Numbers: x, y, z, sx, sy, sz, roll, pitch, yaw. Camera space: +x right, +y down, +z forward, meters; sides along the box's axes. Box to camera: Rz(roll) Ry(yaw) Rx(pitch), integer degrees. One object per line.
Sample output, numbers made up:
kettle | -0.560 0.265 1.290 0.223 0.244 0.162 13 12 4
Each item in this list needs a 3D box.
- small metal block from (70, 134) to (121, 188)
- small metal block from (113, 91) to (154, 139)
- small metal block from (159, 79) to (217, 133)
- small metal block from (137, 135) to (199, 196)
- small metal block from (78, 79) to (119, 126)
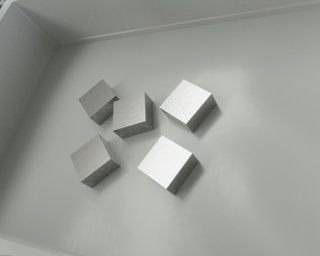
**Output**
small metal block | -0.089 0.045 0.425 0.050 0.025 0.050 -38 51 3
small metal block | -0.038 -0.018 0.437 0.050 0.025 0.050 -16 55 19
small metal block | 0.037 -0.029 0.404 0.050 0.025 0.050 35 81 38
small metal block | 0.010 0.044 0.373 0.050 0.025 0.050 30 78 37
small metal block | -0.091 -0.040 0.479 0.050 0.025 0.050 -40 51 0
